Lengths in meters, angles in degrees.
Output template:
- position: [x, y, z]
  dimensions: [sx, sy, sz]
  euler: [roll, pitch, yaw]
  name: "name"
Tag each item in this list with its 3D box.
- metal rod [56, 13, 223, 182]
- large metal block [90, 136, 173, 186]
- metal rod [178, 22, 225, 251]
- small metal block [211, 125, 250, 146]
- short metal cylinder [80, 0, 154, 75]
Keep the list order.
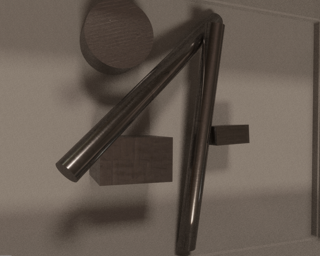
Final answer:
- position: [-0.003, -0.056, 0.359]
  dimensions: [0.025, 0.025, 0.301]
  euler: [49, 56, -14]
  name: "metal rod"
- position: [-0.037, 0.035, 0.368]
  dimensions: [0.081, 0.080, 0.050]
  euler: [1, 90, -20]
  name: "large metal block"
- position: [0.053, 0.016, 0.409]
  dimensions: [0.025, 0.025, 0.298]
  euler: [4, 97, -20]
  name: "metal rod"
- position: [0.088, 0.009, 0.431]
  dimensions: [0.050, 0.050, 0.025]
  euler: [-3, 91, -21]
  name: "small metal block"
- position: [-0.054, -0.108, 0.378]
  dimensions: [0.081, 0.050, 0.079]
  euler: [0, 90, -21]
  name: "short metal cylinder"
